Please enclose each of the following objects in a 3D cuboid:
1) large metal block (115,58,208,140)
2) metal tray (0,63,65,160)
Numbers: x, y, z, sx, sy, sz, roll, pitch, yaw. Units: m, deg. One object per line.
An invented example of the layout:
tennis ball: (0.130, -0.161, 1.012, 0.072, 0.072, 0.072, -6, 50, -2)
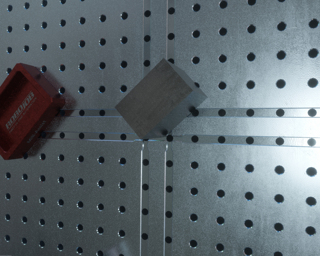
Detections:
large metal block: (0.005, -0.032, 0.381, 0.080, 0.080, 0.050, -43, 77, 15)
metal tray: (-0.221, -0.025, 0.487, 0.090, 0.030, 0.130, 45, 104, 14)
